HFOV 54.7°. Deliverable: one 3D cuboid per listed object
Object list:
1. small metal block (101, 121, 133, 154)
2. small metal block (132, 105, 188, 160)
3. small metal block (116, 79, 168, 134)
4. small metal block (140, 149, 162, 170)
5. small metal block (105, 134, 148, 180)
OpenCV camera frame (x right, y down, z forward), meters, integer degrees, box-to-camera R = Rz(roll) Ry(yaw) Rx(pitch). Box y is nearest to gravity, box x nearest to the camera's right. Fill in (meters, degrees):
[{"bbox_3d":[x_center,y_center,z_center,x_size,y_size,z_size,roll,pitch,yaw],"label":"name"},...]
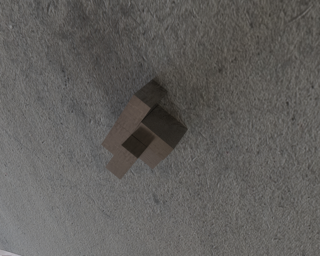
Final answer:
[{"bbox_3d":[-0.046,0.003,0.416,0.025,0.050,0.050,40,129,1],"label":"small metal block"},{"bbox_3d":[0.001,0.005,0.393,0.050,0.050,0.025,40,129,0],"label":"small metal block"},{"bbox_3d":[-0.022,-0.027,0.385,0.025,0.050,0.050,40,129,1],"label":"small metal block"},{"bbox_3d":[-0.011,0.021,0.426,0.050,0.025,0.050,40,129,0],"label":"small metal block"},{"bbox_3d":[-0.037,0.031,0.397,0.025,0.050,0.050,40,129,1],"label":"small metal block"}]
